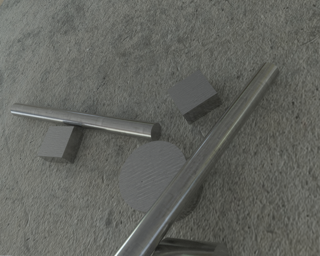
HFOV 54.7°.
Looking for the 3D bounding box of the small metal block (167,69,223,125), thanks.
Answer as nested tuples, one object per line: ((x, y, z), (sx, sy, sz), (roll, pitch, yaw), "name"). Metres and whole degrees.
((0.045, -0.041, 0.405), (0.050, 0.025, 0.050), (-33, 52, 6), "small metal block")

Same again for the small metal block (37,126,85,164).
((-0.149, 0.025, 0.467), (0.050, 0.025, 0.050), (0, 62, 28), "small metal block")

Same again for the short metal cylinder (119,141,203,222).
((0.002, 0.061, 0.350), (0.080, 0.050, 0.080), (-13, 56, 21), "short metal cylinder")

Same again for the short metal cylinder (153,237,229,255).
((0.027, 0.139, 0.269), (0.050, 0.080, 0.080), (-4, 60, 26), "short metal cylinder")

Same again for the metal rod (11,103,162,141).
((-0.131, -0.014, 0.481), (0.300, 0.025, 0.025), (9, 66, 31), "metal rod")

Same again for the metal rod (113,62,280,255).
((0.044, 0.031, 0.310), (0.025, 0.025, 0.301), (21, 56, 35), "metal rod")
